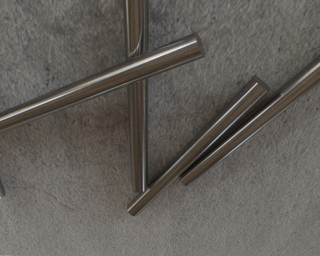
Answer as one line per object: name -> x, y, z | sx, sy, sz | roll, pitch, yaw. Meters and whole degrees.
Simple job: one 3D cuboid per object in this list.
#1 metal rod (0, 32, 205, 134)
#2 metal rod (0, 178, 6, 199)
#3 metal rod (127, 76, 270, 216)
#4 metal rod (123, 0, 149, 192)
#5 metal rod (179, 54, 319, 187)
metal rod -> -0.095, -0.039, 0.350 | 0.300, 0.025, 0.025 | -17, 129, 22
metal rod -> -0.249, -0.007, 0.397 | 0.025, 0.025, 0.298 | 3, 130, -3
metal rod -> 0.037, 0.043, 0.444 | 0.025, 0.025, 0.298 | 27, 125, -21
metal rod -> -0.027, -0.023, 0.387 | 0.025, 0.025, 0.298 | 1, 130, -1
metal rod -> 0.128, -0.012, 0.398 | 0.025, 0.025, 0.299 | 30, 124, -23
